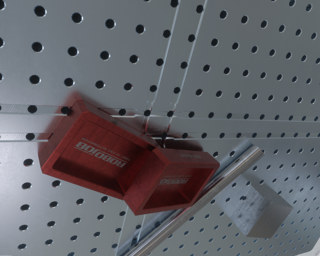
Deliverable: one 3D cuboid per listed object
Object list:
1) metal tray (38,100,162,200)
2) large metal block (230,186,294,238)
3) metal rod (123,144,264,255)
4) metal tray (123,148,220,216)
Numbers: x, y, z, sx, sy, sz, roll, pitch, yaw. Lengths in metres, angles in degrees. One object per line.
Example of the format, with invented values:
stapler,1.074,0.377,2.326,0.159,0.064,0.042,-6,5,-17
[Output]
metal tray,-0.070,0.034,0.390,0.131,0.030,0.090,31,101,-38
large metal block,0.199,0.167,0.607,0.081,0.050,0.080,18,109,-35
metal rod,0.053,0.134,0.522,0.300,0.025,0.025,-40,130,-1
metal tray,0.021,0.075,0.441,0.131,0.030,0.090,9,118,-49
